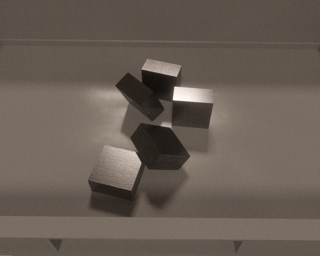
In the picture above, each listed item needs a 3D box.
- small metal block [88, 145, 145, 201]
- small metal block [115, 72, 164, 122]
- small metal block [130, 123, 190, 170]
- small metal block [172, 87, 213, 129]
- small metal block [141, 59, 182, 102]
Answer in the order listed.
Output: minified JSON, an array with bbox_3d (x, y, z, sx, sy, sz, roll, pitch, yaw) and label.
[{"bbox_3d":[-0.049,0.052,0.361,0.050,0.025,0.050,12,51,9],"label":"small metal block"},{"bbox_3d":[-0.027,-0.041,0.419,0.050,0.050,0.025,39,83,28],"label":"small metal block"},{"bbox_3d":[0.000,0.023,0.370,0.050,0.025,0.050,9,37,-45],"label":"small metal block"},{"bbox_3d":[0.042,-0.026,0.412,0.050,0.050,0.025,5,50,3],"label":"small metal block"},{"bbox_3d":[0.002,-0.068,0.446,0.050,0.050,0.025,14,52,11],"label":"small metal block"}]
